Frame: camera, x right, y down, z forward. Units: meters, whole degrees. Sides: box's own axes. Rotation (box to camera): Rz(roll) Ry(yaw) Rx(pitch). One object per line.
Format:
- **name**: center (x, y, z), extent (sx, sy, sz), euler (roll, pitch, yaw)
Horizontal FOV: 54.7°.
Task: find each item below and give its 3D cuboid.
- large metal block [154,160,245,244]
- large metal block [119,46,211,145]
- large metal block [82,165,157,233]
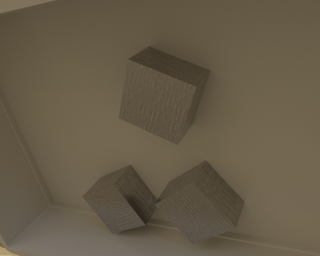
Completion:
- **large metal block**: center (0.054, 0.104, 0.428), extent (0.080, 0.050, 0.080), euler (47, 129, -5)
- **large metal block**: center (0.004, -0.039, 0.367), extent (0.080, 0.050, 0.079), euler (24, 127, 13)
- **large metal block**: center (-0.062, 0.115, 0.497), extent (0.080, 0.050, 0.080), euler (-27, 104, 37)
